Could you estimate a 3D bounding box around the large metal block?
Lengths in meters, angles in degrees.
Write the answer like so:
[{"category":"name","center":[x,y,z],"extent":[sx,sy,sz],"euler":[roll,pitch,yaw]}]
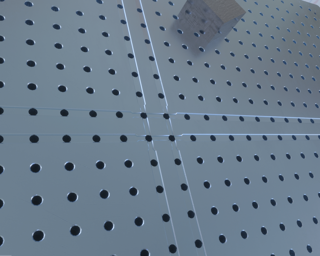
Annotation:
[{"category":"large metal block","center":[0.099,-0.215,0.576],"extent":[0.080,0.050,0.080],"euler":[49,51,6]}]
